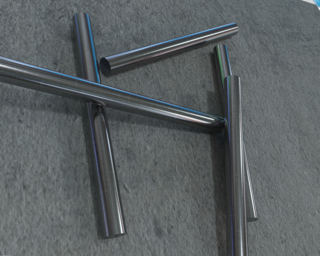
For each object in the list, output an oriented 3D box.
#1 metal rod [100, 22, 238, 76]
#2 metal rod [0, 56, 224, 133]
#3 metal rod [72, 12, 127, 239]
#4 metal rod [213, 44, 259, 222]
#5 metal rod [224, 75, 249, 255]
[{"bbox_3d":[0.034,-0.137,0.506,0.302,0.025,0.025,-27,77,-37],"label":"metal rod"},{"bbox_3d":[-0.038,-0.032,0.376,0.302,0.025,0.025,12,56,-32],"label":"metal rod"},{"bbox_3d":[-0.078,-0.022,0.376,0.025,0.025,0.299,0,62,-28],"label":"metal rod"},{"bbox_3d":[0.110,-0.011,0.471,0.025,0.025,0.299,13,56,-22],"label":"metal rod"},{"bbox_3d":[0.098,0.059,0.403,0.025,0.025,0.299,16,61,-20],"label":"metal rod"}]
